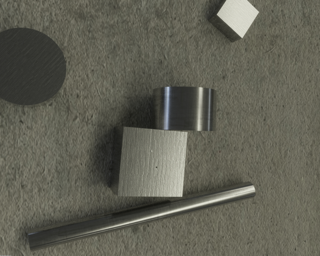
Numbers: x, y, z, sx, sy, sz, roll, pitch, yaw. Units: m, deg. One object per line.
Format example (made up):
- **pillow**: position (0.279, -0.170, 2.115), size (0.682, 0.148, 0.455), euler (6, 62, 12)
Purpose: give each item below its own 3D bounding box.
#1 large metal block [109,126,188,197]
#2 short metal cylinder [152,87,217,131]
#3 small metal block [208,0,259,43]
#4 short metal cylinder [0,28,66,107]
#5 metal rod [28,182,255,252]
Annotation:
- **large metal block**: position (-0.016, 0.041, 0.390), size (0.081, 0.050, 0.080), euler (5, 88, -20)
- **short metal cylinder**: position (0.030, -0.022, 0.391), size (0.081, 0.080, 0.050), euler (2, 90, -20)
- **small metal block**: position (0.106, -0.162, 0.448), size (0.050, 0.025, 0.050), euler (36, 78, -17)
- **short metal cylinder**: position (-0.147, -0.063, 0.341), size (0.081, 0.050, 0.079), euler (0, 90, -20)
- **metal rod**: position (-0.008, 0.110, 0.406), size (0.303, 0.025, 0.025), euler (-8, 93, -20)
